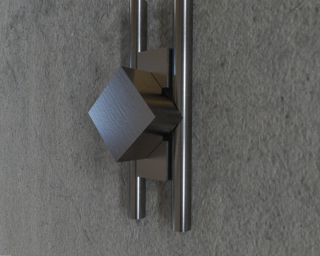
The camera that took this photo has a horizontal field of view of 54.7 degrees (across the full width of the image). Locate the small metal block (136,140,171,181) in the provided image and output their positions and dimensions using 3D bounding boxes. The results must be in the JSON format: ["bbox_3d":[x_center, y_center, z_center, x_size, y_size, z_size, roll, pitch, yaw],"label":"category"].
[{"bbox_3d":[-0.004,0.040,0.406,0.050,0.025,0.050,1,91,39],"label":"small metal block"}]

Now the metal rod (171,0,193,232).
[{"bbox_3d":[0.027,-0.024,0.383,0.025,0.025,0.298,1,91,39],"label":"metal rod"}]

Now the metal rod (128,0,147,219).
[{"bbox_3d":[-0.031,-0.025,0.431,0.025,0.025,0.298,1,91,39],"label":"metal rod"}]

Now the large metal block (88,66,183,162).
[{"bbox_3d":[-0.032,-0.016,0.380,0.080,0.050,0.080,-48,62,29],"label":"large metal block"}]

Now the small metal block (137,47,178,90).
[{"bbox_3d":[-0.003,-0.075,0.405,0.050,0.025,0.050,1,91,39],"label":"small metal block"}]
